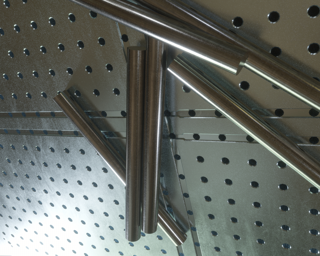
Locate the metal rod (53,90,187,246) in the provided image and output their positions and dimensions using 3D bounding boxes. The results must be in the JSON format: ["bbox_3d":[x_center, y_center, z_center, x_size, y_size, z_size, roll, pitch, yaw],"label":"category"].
[{"bbox_3d":[-0.057,0.067,0.483,0.025,0.025,0.300,-31,101,38],"label":"metal rod"}]

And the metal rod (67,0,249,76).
[{"bbox_3d":[-0.048,-0.130,0.336,0.300,0.025,0.025,29,128,18],"label":"metal rod"}]

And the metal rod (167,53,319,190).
[{"bbox_3d":[0.133,0.017,0.351,0.300,0.025,0.025,38,129,2],"label":"metal rod"}]

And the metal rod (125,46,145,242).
[{"bbox_3d":[-0.035,0.039,0.432,0.025,0.025,0.298,14,118,20],"label":"metal rod"}]

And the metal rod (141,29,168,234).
[{"bbox_3d":[-0.010,0.022,0.413,0.025,0.025,0.298,14,119,20],"label":"metal rod"}]

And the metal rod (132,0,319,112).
[{"bbox_3d":[0.045,-0.104,0.323,0.301,0.025,0.025,33,129,6],"label":"metal rod"}]
